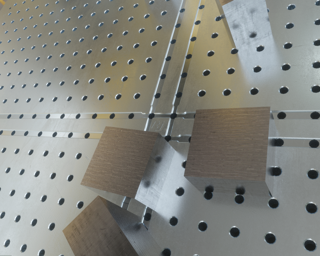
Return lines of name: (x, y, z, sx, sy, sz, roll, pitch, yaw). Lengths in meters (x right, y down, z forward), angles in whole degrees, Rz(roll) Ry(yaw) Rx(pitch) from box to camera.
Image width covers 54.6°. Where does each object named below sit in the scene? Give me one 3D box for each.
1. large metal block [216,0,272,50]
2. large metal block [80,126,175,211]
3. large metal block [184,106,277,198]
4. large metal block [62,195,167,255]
large metal block: (0.107, -0.169, 0.421, 0.050, 0.080, 0.080, -23, 53, 15)
large metal block: (-0.038, 0.048, 0.384, 0.080, 0.050, 0.080, 6, 65, 31)
large metal block: (0.079, 0.025, 0.336, 0.080, 0.050, 0.080, -1, 61, 28)
large metal block: (-0.041, 0.125, 0.318, 0.050, 0.080, 0.080, -45, 51, -3)
